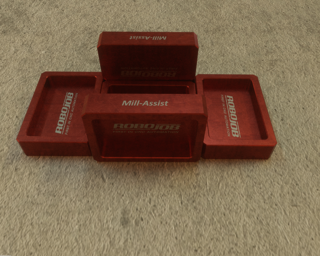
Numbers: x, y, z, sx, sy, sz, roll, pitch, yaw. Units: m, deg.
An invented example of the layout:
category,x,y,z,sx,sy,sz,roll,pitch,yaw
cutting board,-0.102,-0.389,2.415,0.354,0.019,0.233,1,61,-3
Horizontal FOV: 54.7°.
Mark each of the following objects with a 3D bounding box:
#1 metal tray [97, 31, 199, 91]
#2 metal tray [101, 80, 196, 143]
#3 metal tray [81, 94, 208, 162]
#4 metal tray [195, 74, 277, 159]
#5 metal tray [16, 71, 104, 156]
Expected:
category,x,y,z,sx,sy,sz,roll,pitch,yaw
metal tray,-0.016,-0.089,0.437,0.131,0.089,0.030,0,50,-1
metal tray,-0.016,-0.024,0.421,0.131,0.030,0.090,1,50,0
metal tray,-0.016,0.002,0.358,0.131,0.089,0.030,0,50,0
metal tray,0.095,-0.019,0.419,0.091,0.030,0.130,1,50,0
metal tray,-0.126,-0.023,0.419,0.091,0.030,0.130,1,50,0
